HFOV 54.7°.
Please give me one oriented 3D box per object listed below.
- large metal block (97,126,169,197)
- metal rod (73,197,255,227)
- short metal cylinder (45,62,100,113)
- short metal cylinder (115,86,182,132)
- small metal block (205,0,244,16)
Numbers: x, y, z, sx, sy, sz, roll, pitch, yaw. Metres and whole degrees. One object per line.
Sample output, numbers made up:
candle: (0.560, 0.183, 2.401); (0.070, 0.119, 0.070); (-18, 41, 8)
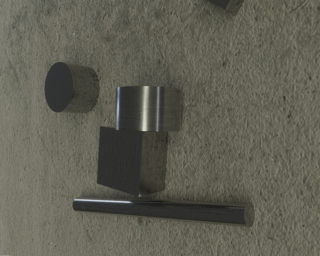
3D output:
large metal block: (-0.038, 0.041, 0.420); (0.080, 0.050, 0.079); (7, 94, 40)
metal rod: (-0.020, 0.110, 0.421); (0.300, 0.025, 0.025); (-9, 85, 39)
short metal cylinder: (-0.145, -0.065, 0.508); (0.080, 0.050, 0.079); (0, 90, 40)
short metal cylinder: (-0.014, -0.022, 0.381); (0.080, 0.081, 0.050); (2, 92, 40)
small metal block: (0.073, -0.161, 0.345); (0.050, 0.025, 0.050); (42, 115, 32)
